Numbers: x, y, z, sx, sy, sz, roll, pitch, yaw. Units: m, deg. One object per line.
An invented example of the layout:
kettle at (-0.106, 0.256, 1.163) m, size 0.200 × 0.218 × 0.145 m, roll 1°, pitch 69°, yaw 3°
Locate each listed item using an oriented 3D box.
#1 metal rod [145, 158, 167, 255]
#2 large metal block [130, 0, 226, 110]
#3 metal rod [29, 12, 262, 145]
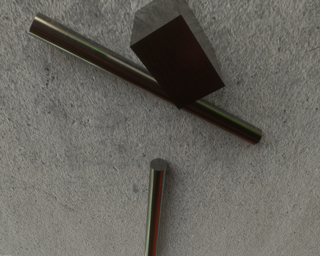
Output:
metal rod at (-0.011, 0.166, 0.548) m, size 0.025 × 0.025 × 0.298 m, roll 2°, pitch 130°, yaw -3°
large metal block at (0.017, -0.079, 0.304) m, size 0.050 × 0.080 × 0.080 m, roll -27°, pitch 126°, yaw 20°
metal rod at (0.001, -0.047, 0.366) m, size 0.302 × 0.025 × 0.025 m, roll 25°, pitch 126°, yaw -20°
